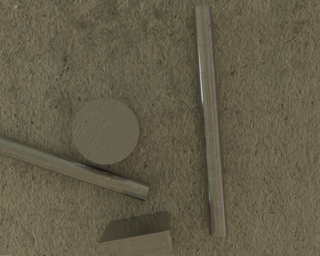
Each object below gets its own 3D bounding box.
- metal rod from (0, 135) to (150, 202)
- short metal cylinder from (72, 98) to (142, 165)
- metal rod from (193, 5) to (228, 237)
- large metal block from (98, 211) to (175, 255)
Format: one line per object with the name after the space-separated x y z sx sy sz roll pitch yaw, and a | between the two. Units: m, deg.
-0.160 0.038 0.408 0.302 0.025 0.025 18 90 0 | metal rod
-0.065 0.004 0.397 0.081 0.050 0.079 0 90 0 | short metal cylinder
0.066 -0.009 0.410 0.025 0.025 0.298 -4 90 0 | metal rod
-0.024 0.144 0.382 0.080 0.080 0.050 -10 90 0 | large metal block
